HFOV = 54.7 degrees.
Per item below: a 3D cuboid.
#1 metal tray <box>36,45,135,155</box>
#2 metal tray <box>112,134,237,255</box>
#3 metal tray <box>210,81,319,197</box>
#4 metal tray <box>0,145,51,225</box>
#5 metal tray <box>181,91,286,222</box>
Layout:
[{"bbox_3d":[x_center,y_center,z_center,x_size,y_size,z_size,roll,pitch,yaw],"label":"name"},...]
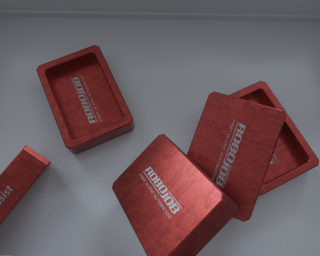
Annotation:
[{"bbox_3d":[-0.101,-0.041,0.420,0.091,0.030,0.130,-24,72,-9],"label":"metal tray"},{"bbox_3d":[0.007,0.072,0.329,0.090,0.030,0.130,-47,37,1],"label":"metal tray"},{"bbox_3d":[0.128,0.012,0.404,0.091,0.030,0.130,-25,72,-9],"label":"metal tray"},{"bbox_3d":[-0.175,0.082,0.340,0.030,0.090,0.130,39,73,-10],"label":"metal tray"},{"bbox_3d":[0.083,0.031,0.367,0.090,0.030,0.129,19,87,21],"label":"metal tray"}]
